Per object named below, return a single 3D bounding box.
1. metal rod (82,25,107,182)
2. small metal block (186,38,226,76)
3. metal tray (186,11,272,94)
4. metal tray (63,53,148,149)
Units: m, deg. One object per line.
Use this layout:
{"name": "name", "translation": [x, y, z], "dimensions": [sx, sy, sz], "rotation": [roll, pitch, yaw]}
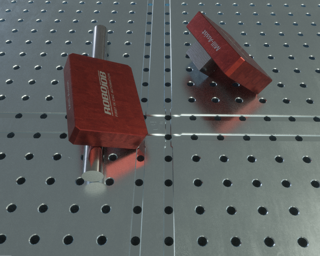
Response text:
{"name": "metal rod", "translation": [-0.092, -0.058, 0.455], "dimensions": [0.025, 0.025, 0.300], "rotation": [-4, 50, -4]}
{"name": "small metal block", "translation": [0.076, -0.119, 0.490], "dimensions": [0.025, 0.050, 0.050], "rotation": [19, 35, -43]}
{"name": "metal tray", "translation": [0.103, -0.114, 0.467], "dimensions": [0.091, 0.030, 0.130], "rotation": [17, 35, -44]}
{"name": "metal tray", "translation": [-0.074, -0.036, 0.405], "dimensions": [0.091, 0.030, 0.130], "rotation": [7, 49, -29]}
